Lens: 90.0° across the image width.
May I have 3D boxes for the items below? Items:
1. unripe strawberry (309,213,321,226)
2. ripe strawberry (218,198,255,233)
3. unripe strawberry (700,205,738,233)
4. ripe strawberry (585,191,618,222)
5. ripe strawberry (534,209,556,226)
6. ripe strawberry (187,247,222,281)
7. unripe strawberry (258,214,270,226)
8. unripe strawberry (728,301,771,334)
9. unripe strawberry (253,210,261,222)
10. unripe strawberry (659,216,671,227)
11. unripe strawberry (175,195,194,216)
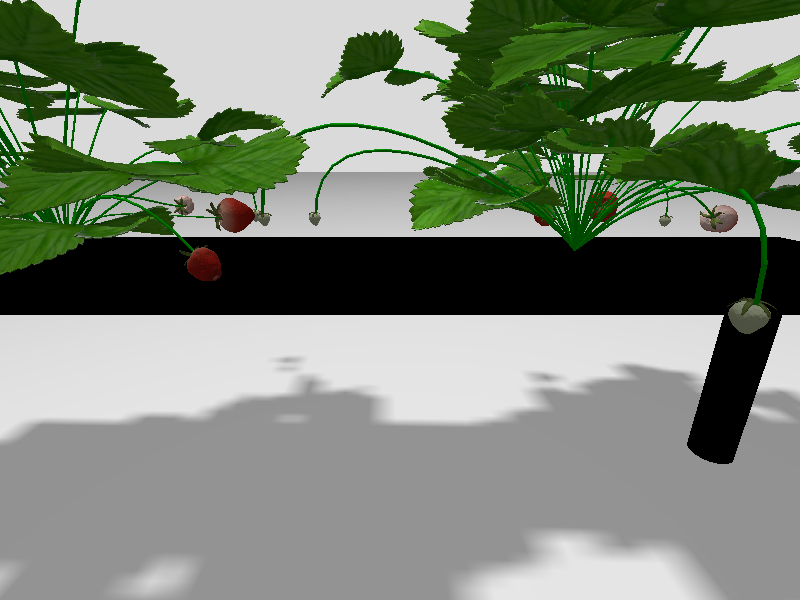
[{"bbox_3d":[-0.080,-0.076,0.377,0.011,0.011,0.010,2,19,7],"label":"unripe strawberry"},{"bbox_3d":[-0.182,-0.095,0.447,0.039,0.038,0.036,-16,25,-40],"label":"ripe strawberry"},{"bbox_3d":[0.346,-0.088,0.433,0.033,0.029,0.033,0,17,-26],"label":"unripe strawberry"},{"bbox_3d":[0.264,-0.122,0.524,0.038,0.040,0.041,11,17,29],"label":"ripe strawberry"},{"bbox_3d":[0.177,-0.105,0.491,0.027,0.028,0.029,3,19,8],"label":"ripe strawberry"},{"bbox_3d":[-0.125,-0.021,0.257,0.020,0.022,0.022,-29,-20,-54],"label":"ripe strawberry"},{"bbox_3d":[-0.113,-0.066,0.333,0.010,0.010,0.011,-1,19,-3],"label":"unripe strawberry"},{"bbox_3d":[0.150,0.008,0.173,0.013,0.014,0.014,0,19,1],"label":"unripe strawberry"},{"bbox_3d":[-0.179,-0.104,0.498,0.013,0.014,0.014,14,24,35],"label":"unripe strawberry"},{"bbox_3d":[0.291,-0.086,0.439,0.010,0.011,0.011,-13,23,-32],"label":"unripe strawberry"},{"bbox_3d":[-0.307,-0.136,0.574,0.025,0.028,0.027,-1,19,-3],"label":"unripe strawberry"}]
